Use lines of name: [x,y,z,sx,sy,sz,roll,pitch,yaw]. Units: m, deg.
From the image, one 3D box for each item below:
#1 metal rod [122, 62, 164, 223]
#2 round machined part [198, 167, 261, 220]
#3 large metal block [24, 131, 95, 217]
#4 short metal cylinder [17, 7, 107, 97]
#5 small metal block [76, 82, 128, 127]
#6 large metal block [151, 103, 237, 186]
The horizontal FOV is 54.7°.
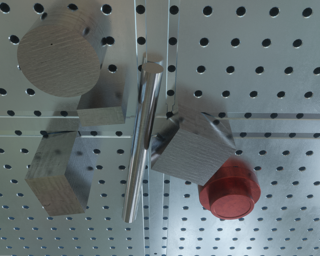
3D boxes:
metal rod: [-0.031,0.044,0.448,0.025,0.025,0.298,7,130,-6]
round machined part: [0.112,0.110,0.496,0.099,0.042,0.097,0,130,0]
large metal block: [-0.133,0.063,0.428,0.050,0.080,0.080,-7,130,6]
short metal cylinder: [-0.100,-0.079,0.327,0.081,0.050,0.079,0,130,0]
small metal block: [-0.067,-0.029,0.370,0.050,0.050,0.025,-4,130,3]
large metal block: [0.042,0.025,0.416,0.080,0.050,0.079,20,127,-17]
